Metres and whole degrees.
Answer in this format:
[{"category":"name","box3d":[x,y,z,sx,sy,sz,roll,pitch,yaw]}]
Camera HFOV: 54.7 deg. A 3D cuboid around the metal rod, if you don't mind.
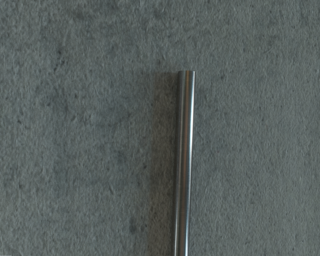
[{"category":"metal rod","box3d":[0.031,0.073,0.421,0.025,0.025,0.298,3,89,-20]}]
